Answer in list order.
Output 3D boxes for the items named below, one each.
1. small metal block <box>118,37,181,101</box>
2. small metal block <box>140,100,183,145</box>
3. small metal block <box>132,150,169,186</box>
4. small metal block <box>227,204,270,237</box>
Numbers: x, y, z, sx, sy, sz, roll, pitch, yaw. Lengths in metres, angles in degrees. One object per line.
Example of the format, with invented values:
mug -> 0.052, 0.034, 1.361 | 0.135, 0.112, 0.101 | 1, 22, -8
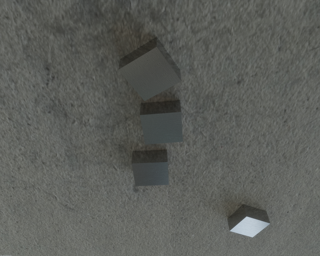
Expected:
small metal block -> -0.011, -0.066, 0.351 | 0.050, 0.025, 0.050 | -26, 126, 20
small metal block -> 0.003, -0.007, 0.402 | 0.050, 0.025, 0.050 | -4, 130, 3
small metal block -> -0.013, 0.059, 0.458 | 0.050, 0.025, 0.050 | -3, 130, 1
small metal block -> 0.157, 0.166, 0.551 | 0.050, 0.025, 0.050 | 20, 127, -17
